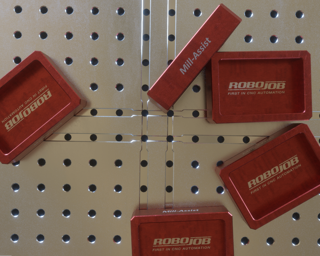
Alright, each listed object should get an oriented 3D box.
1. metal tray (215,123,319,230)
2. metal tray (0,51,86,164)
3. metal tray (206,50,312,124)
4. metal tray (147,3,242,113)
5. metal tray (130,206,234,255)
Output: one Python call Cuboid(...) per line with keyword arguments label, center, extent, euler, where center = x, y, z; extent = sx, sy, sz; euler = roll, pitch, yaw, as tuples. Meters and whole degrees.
Cuboid(label="metal tray", center=(0.152, 0.062, 0.411), extent=(0.130, 0.030, 0.090), euler=(-30, 90, 0))
Cuboid(label="metal tray", center=(-0.177, -0.026, 0.409), extent=(0.130, 0.030, 0.090), euler=(-40, 90, 0))
Cuboid(label="metal tray", center=(0.128, -0.053, 0.405), extent=(0.131, 0.030, 0.090), euler=(-2, 91, -5))
Cuboid(label="metal tray", center=(0.038, -0.078, 0.381), extent=(0.030, 0.090, 0.130), euler=(39, 90, 0))
Cuboid(label="metal tray", center=(0.029, 0.155, 0.411), extent=(0.131, 0.030, 0.090), euler=(-3, 90, 0))
